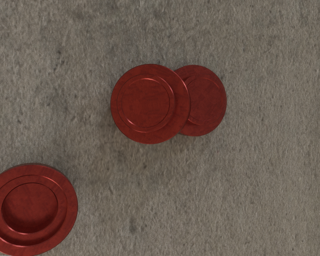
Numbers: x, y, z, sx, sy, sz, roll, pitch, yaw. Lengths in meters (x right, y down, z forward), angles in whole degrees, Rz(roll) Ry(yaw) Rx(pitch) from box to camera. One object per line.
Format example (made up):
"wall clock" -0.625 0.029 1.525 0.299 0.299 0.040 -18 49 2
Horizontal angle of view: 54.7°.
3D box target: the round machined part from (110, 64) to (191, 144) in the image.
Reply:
"round machined part" -0.013 -0.029 0.373 0.098 0.042 0.097 0 91 10

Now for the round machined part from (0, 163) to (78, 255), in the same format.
"round machined part" -0.145 0.087 0.347 0.099 0.042 0.097 0 90 -21

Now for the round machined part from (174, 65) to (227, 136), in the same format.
"round machined part" 0.049 -0.037 0.419 0.099 0.042 0.097 0 90 -21
